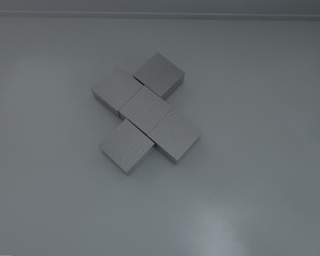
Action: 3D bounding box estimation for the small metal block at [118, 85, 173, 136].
[{"bbox_3d":[-0.018,-0.020,0.414,0.050,0.025,0.050,40,75,13],"label":"small metal block"}]

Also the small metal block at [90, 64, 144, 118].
[{"bbox_3d":[-0.057,-0.051,0.425,0.050,0.025,0.050,40,75,13],"label":"small metal block"}]

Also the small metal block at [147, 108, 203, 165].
[{"bbox_3d":[0.019,0.011,0.403,0.050,0.025,0.050,40,75,13],"label":"small metal block"}]

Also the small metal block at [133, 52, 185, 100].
[{"bbox_3d":[-0.001,-0.069,0.432,0.050,0.025,0.050,40,74,13],"label":"small metal block"}]

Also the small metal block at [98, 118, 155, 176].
[{"bbox_3d":[-0.042,0.025,0.398,0.050,0.025,0.050,41,76,13],"label":"small metal block"}]
